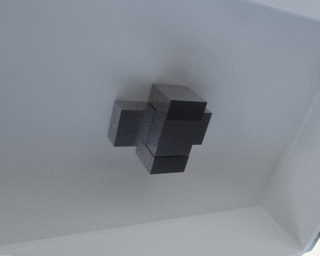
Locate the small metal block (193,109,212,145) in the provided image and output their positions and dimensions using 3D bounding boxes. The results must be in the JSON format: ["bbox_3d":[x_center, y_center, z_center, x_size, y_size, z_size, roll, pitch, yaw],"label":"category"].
[{"bbox_3d":[0.037,-0.004,0.424,0.050,0.025,0.050,0,118,-29],"label":"small metal block"}]

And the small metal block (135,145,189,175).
[{"bbox_3d":[0.002,0.035,0.411,0.050,0.050,0.025,0,118,-29],"label":"small metal block"}]

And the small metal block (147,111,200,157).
[{"bbox_3d":[0.016,0.007,0.386,0.050,0.025,0.050,0,118,-29],"label":"small metal block"}]

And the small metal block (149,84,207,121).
[{"bbox_3d":[0.021,-0.032,0.381,0.050,0.050,0.025,0,118,-29],"label":"small metal block"}]

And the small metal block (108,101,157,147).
[{"bbox_3d":[-0.033,-0.005,0.385,0.050,0.025,0.050,1,118,-29],"label":"small metal block"}]
